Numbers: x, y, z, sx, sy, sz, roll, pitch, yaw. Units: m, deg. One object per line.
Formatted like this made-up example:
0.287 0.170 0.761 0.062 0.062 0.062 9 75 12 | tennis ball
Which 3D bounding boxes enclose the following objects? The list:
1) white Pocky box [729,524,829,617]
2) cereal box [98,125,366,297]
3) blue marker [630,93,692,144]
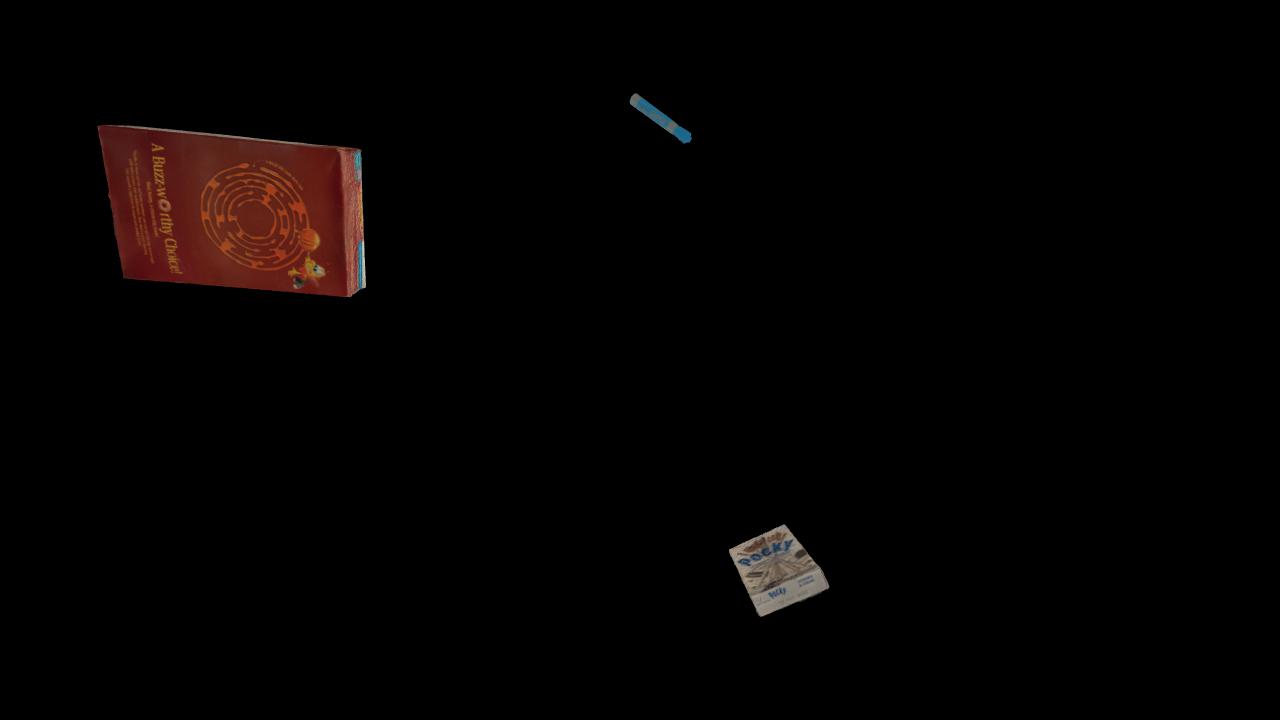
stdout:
0.158 0.244 0.724 0.084 0.028 0.154 -24 2 0 | white Pocky box
-0.547 -0.203 0.851 0.306 0.203 0.081 4 19 -5 | cereal box
0.033 -0.375 0.957 0.121 0.020 0.020 42 14 16 | blue marker
